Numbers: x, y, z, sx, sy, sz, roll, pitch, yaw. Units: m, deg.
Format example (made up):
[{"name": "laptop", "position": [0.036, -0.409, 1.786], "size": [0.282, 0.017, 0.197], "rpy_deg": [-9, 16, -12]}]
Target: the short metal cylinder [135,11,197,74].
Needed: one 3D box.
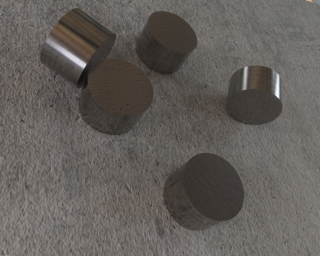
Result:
[{"name": "short metal cylinder", "position": [0.009, -0.129, 0.471], "size": [0.081, 0.050, 0.080], "rpy_deg": [14, 56, -21]}]

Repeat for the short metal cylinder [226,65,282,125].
[{"name": "short metal cylinder", "position": [0.145, -0.049, 0.476], "size": [0.080, 0.080, 0.050], "rpy_deg": [25, 53, -13]}]

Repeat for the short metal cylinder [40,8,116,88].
[{"name": "short metal cylinder", "position": [-0.097, -0.095, 0.374], "size": [0.050, 0.080, 0.080], "rpy_deg": [35, 51, -5]}]

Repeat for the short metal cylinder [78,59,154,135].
[{"name": "short metal cylinder", "position": [-0.055, -0.038, 0.381], "size": [0.081, 0.050, 0.080], "rpy_deg": [14, 56, -21]}]

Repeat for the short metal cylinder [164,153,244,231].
[{"name": "short metal cylinder", "position": [0.051, 0.076, 0.369], "size": [0.081, 0.050, 0.080], "rpy_deg": [14, 56, -21]}]
